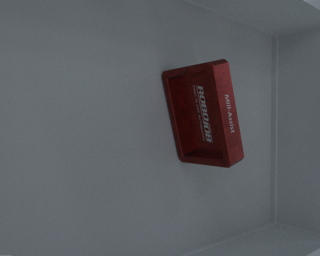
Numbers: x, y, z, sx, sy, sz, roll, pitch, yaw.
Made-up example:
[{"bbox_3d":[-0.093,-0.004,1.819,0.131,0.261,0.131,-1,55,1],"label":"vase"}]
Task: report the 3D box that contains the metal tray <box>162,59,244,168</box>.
[{"bbox_3d":[0.054,-0.017,0.405,0.030,0.090,0.129,-21,104,-39],"label":"metal tray"}]
